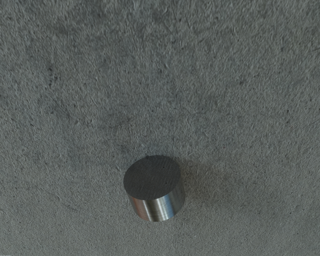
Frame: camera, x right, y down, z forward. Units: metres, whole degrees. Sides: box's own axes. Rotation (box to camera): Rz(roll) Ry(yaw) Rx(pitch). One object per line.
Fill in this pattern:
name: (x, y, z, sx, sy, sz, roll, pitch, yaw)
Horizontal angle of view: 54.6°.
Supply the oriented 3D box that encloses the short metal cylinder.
short metal cylinder: (-0.007, 0.085, 0.443, 0.080, 0.080, 0.050, -8, 130, 7)
